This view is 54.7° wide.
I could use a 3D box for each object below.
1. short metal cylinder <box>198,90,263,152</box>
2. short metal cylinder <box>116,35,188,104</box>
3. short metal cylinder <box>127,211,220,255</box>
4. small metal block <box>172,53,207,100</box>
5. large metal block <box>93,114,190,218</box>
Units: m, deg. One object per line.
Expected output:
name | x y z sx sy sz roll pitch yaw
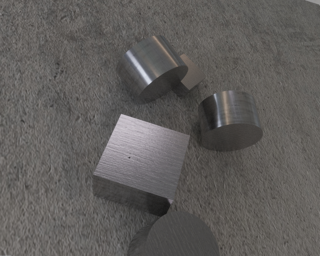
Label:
short metal cylinder | 0.095 -0.007 0.424 0.081 0.080 0.050 11 57 -23
short metal cylinder | -0.010 -0.075 0.409 0.081 0.080 0.050 -26 76 -37
short metal cylinder | 0.013 0.131 0.315 0.081 0.050 0.080 14 56 -21
small metal block | 0.034 -0.079 0.470 0.050 0.025 0.050 46 51 4
large metal block | -0.019 0.041 0.340 0.080 0.050 0.080 18 53 1
